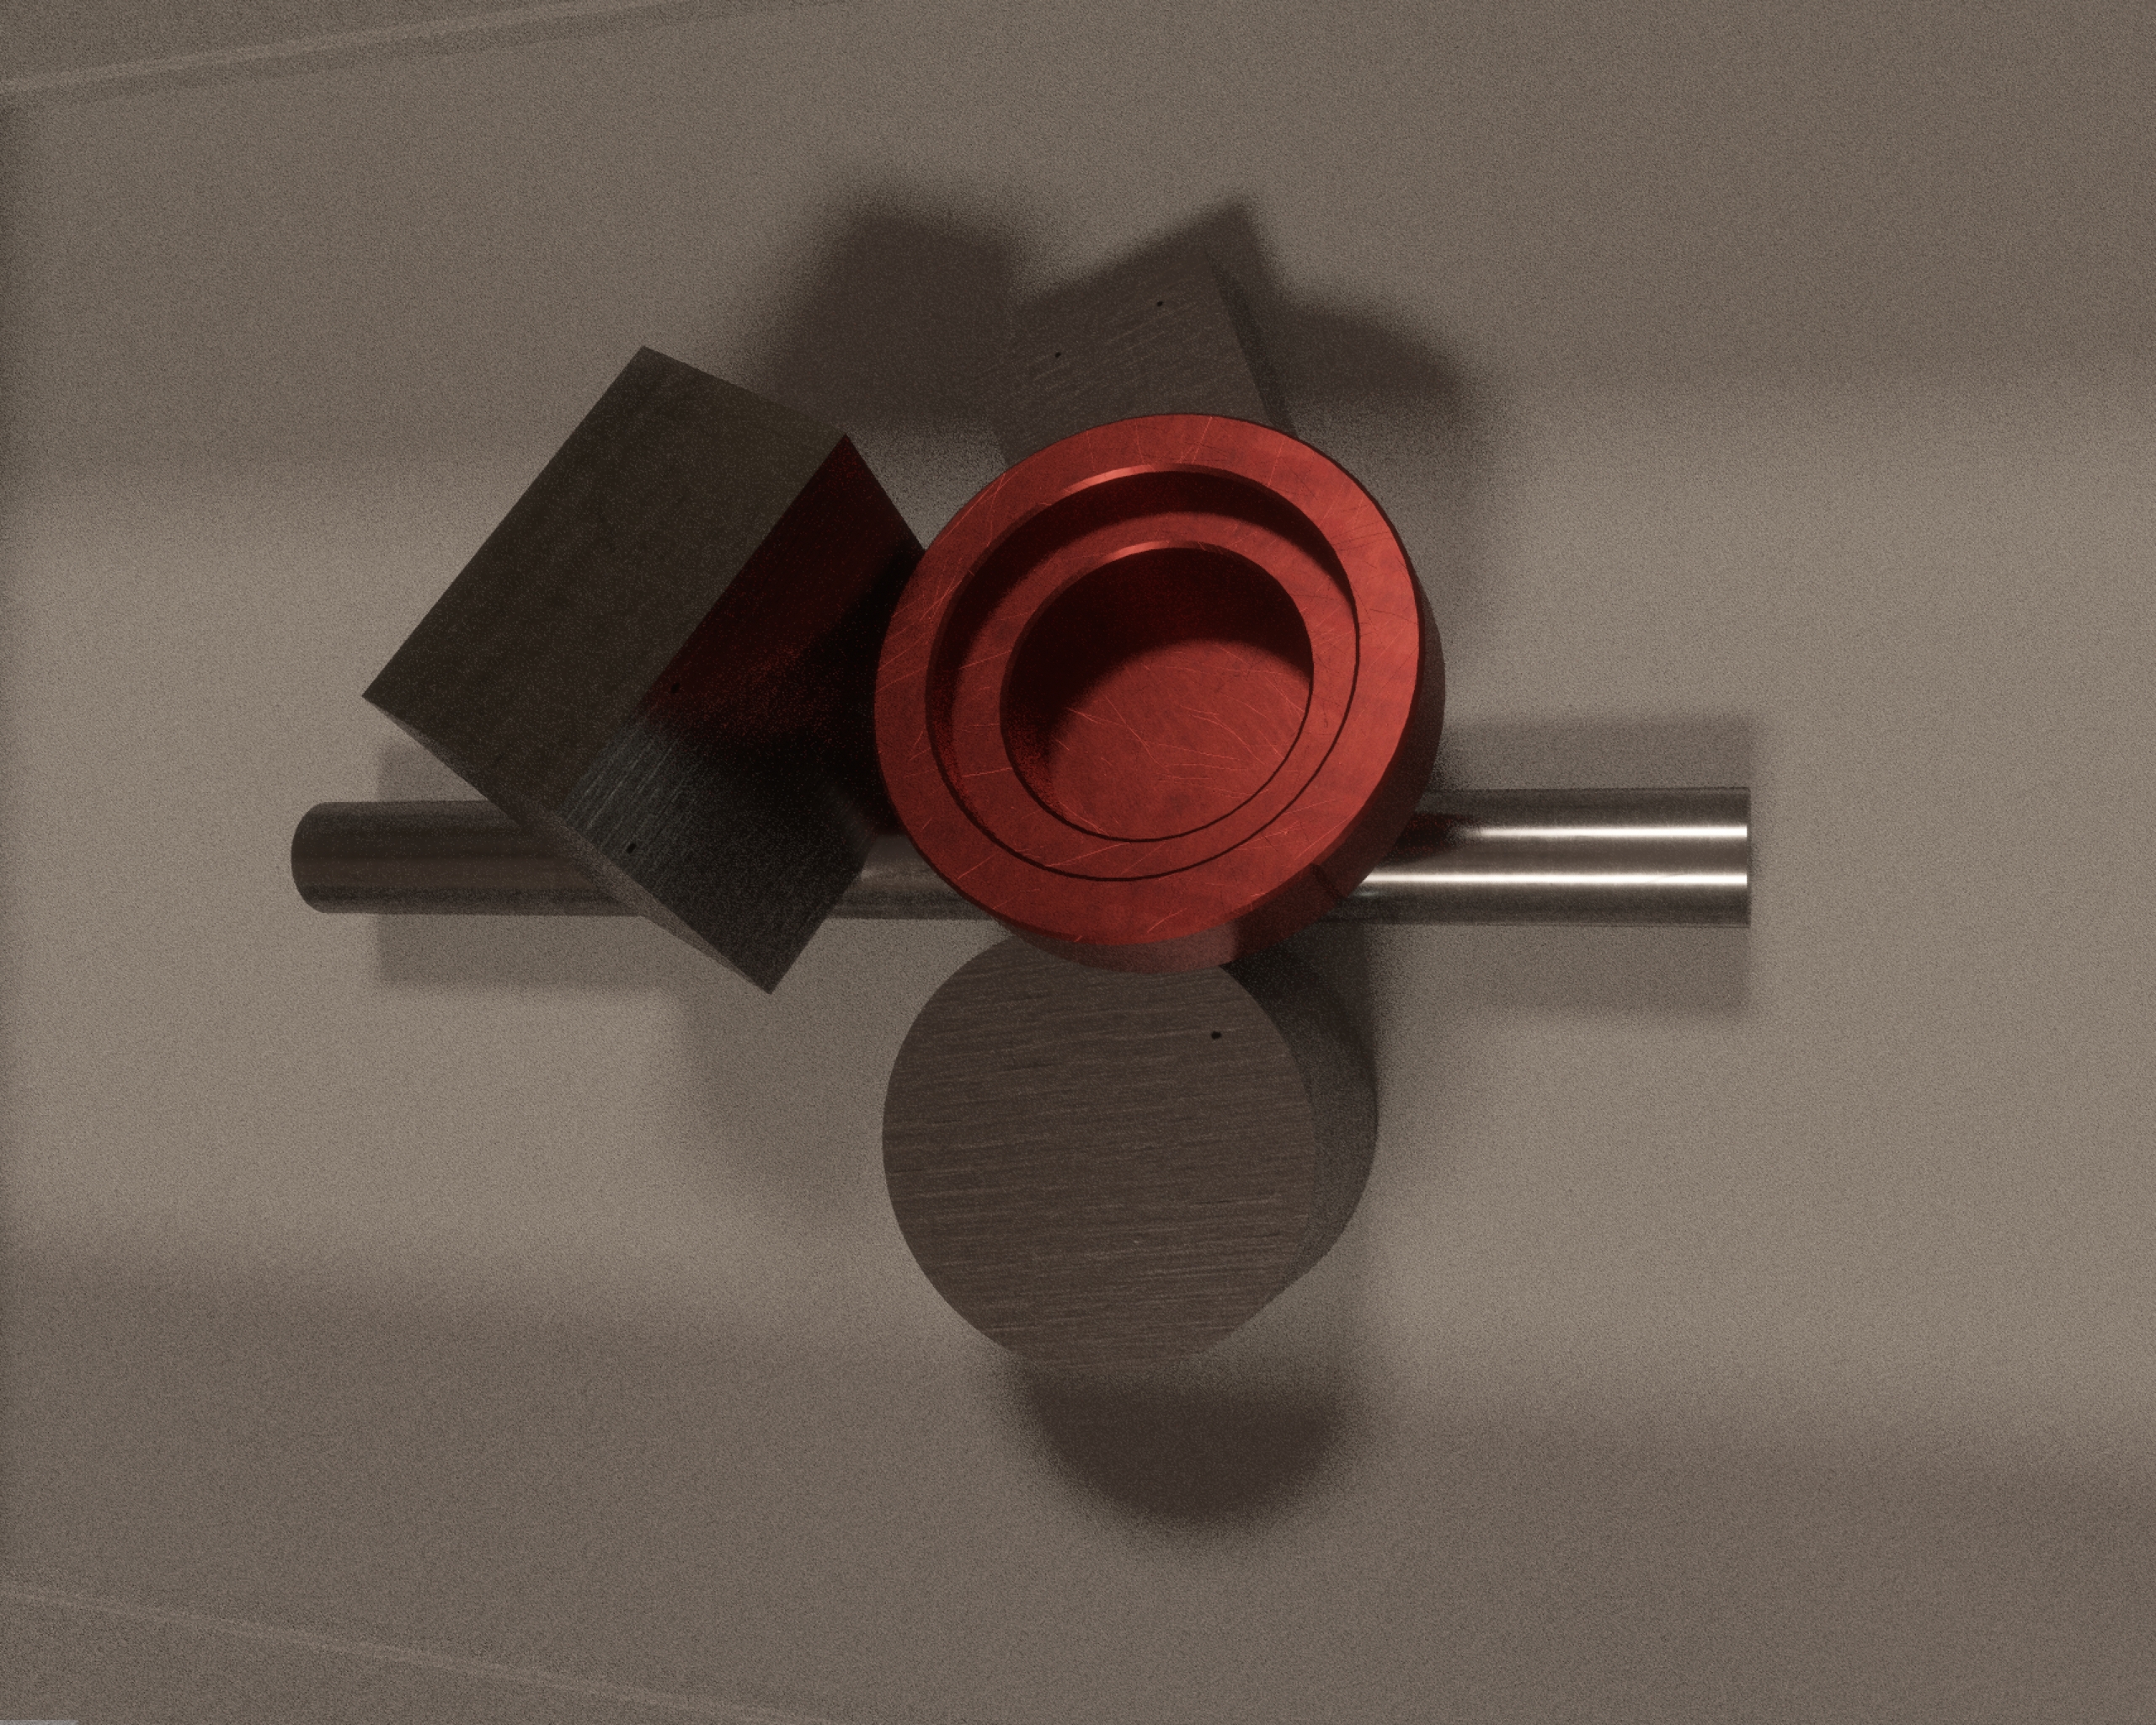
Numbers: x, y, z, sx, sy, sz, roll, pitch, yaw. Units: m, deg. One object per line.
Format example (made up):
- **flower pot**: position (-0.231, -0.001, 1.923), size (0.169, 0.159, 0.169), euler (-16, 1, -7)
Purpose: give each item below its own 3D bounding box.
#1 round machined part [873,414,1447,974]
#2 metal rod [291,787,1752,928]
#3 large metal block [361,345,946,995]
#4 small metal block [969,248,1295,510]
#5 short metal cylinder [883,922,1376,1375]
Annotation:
- **round machined part**: position (0.017, -0.027, 0.373), size (0.098, 0.042, 0.098), euler (-6, 70, 18)
- **metal rod**: position (-0.024, -0.001, 0.415), size (0.301, 0.025, 0.025), euler (0, 90, 19)
- **large metal block**: position (-0.069, -0.034, 0.387), size (0.050, 0.080, 0.080), euler (28, 76, 28)
- **small metal block**: position (0.014, -0.082, 0.404), size (0.050, 0.025, 0.050), euler (-22, 83, 18)
- **short metal cylinder**: position (0.011, 0.050, 0.390), size (0.080, 0.050, 0.079), euler (0, 90, 19)
